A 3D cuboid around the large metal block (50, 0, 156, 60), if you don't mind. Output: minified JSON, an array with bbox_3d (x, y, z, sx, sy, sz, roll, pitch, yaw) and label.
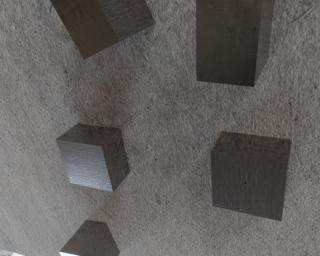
[{"bbox_3d":[-0.059,-0.128,0.323,0.050,0.080,0.080,-16,110,34],"label":"large metal block"}]

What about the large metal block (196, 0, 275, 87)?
[{"bbox_3d":[0.070,-0.091,0.278,0.050,0.080,0.079,10,123,23],"label":"large metal block"}]

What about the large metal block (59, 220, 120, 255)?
[{"bbox_3d":[-0.130,0.235,0.585,0.050,0.080,0.080,-4,117,30],"label":"large metal block"}]

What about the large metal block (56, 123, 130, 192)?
[{"bbox_3d":[-0.099,0.043,0.470,0.080,0.050,0.079,6,121,25],"label":"large metal block"}]

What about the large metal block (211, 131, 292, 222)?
[{"bbox_3d":[0.108,0.055,0.368,0.080,0.050,0.079,7,122,24],"label":"large metal block"}]
